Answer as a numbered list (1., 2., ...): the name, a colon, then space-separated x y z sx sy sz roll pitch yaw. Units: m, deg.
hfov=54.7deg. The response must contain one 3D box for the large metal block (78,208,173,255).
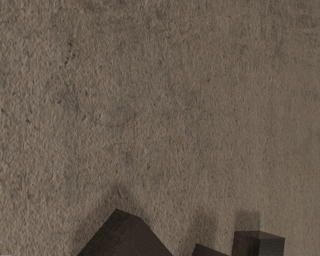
1. large metal block: -0.040 0.155 0.357 0.080 0.050 0.080 -49 119 -29

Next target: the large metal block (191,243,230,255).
1. large metal block: 0.079 0.222 0.439 0.050 0.080 0.080 44 63 -32

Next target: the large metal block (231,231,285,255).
1. large metal block: 0.168 0.224 0.533 0.081 0.050 0.080 15 80 -39
